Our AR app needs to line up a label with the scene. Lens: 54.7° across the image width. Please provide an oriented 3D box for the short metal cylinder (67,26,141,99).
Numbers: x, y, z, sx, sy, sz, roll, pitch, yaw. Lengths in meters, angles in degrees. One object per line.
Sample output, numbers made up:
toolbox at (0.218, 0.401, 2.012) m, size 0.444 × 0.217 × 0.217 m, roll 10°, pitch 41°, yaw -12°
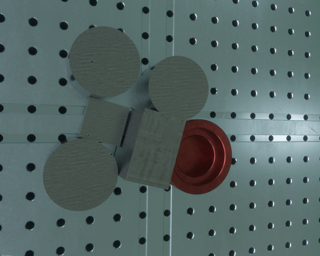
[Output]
short metal cylinder at (-0.069, -0.075, 0.373) m, size 0.081 × 0.050 × 0.080 m, roll 0°, pitch 90°, yaw -20°

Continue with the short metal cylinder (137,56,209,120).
short metal cylinder at (0.016, -0.049, 0.405) m, size 0.081 × 0.050 × 0.080 m, roll 0°, pitch 90°, yaw -20°

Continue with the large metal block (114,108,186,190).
large metal block at (-0.017, 0.023, 0.374) m, size 0.050 × 0.080 × 0.080 m, roll 17°, pitch 85°, yaw -19°

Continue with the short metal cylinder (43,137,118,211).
short metal cylinder at (-0.094, 0.051, 0.364) m, size 0.081 × 0.050 × 0.080 m, roll 0°, pitch 90°, yaw -20°

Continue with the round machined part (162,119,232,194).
round machined part at (0.044, 0.037, 0.420) m, size 0.099 × 0.042 × 0.097 m, roll 0°, pitch 90°, yaw -20°

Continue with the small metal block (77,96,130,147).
small metal block at (-0.071, -0.007, 0.386) m, size 0.050 × 0.025 × 0.050 m, roll 16°, pitch 85°, yaw -20°
